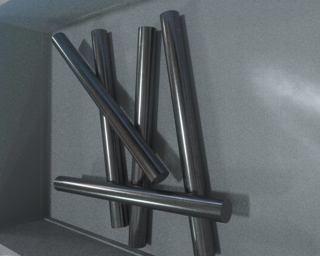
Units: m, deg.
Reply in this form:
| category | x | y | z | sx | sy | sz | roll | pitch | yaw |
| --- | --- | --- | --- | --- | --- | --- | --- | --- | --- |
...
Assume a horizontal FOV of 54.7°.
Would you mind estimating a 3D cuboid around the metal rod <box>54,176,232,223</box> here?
| category | x | y | z | sx | sy | sz | roll | pitch | yaw |
| --- | --- | --- | --- | --- | --- | --- | --- | --- | --- |
| metal rod | -0.047 | 0.088 | 0.412 | 0.300 | 0.025 | 0.025 | -2 | 89 | 40 |

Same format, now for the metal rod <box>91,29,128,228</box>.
| category | x | y | z | sx | sy | sz | roll | pitch | yaw |
| --- | --- | --- | --- | --- | --- | --- | --- | --- | --- |
| metal rod | -0.077 | -0.003 | 0.470 | 0.025 | 0.025 | 0.298 | -12 | 82 | 39 |

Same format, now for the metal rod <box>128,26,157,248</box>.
| category | x | y | z | sx | sy | sz | roll | pitch | yaw |
| --- | --- | --- | --- | --- | --- | --- | --- | --- | --- |
| metal rod | -0.024 | 0.014 | 0.426 | 0.025 | 0.025 | 0.298 | 5 | 93 | 40 |

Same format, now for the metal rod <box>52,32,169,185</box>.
| category | x | y | z | sx | sy | sz | roll | pitch | yaw |
| --- | --- | --- | --- | --- | --- | --- | --- | --- | --- |
| metal rod | -0.083 | -0.043 | 0.441 | 0.300 | 0.025 | 0.025 | 51 | 120 | 27 |

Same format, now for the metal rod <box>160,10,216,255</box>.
| category | x | y | z | sx | sy | sz | roll | pitch | yaw |
| --- | --- | --- | --- | --- | --- | --- | --- | --- | --- |
| metal rod | 0.032 | 0.002 | 0.380 | 0.025 | 0.025 | 0.298 | -13 | 82 | 39 |
